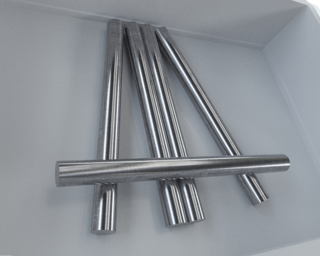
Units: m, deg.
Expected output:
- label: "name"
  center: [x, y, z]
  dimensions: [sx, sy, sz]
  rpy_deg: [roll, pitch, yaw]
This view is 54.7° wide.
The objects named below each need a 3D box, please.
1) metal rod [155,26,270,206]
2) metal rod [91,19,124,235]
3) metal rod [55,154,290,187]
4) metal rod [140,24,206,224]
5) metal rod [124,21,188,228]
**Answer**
- label: "metal rod"
  center: [0.068, -0.028, 0.457]
  dimensions: [0.025, 0.025, 0.299]
  rpy_deg: [-17, 71, -35]
- label: "metal rod"
  center: [-0.061, -0.024, 0.386]
  dimensions: [0.025, 0.025, 0.299]
  rpy_deg: [12, 57, -22]
- label: "metal rod"
  center: [0.037, 0.046, 0.362]
  dimensions: [0.303, 0.025, 0.025]
  rpy_deg: [1, 61, -28]
- label: "metal rod"
  center: [0.009, -0.023, 0.423]
  dimensions: [0.025, 0.025, 0.299]
  rpy_deg: [1, 61, -28]
- label: "metal rod"
  center: [-0.012, -0.022, 0.411]
  dimensions: [0.025, 0.025, 0.299]
  rpy_deg: [1, 61, -28]
